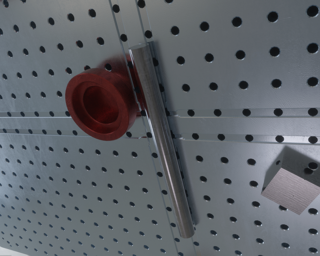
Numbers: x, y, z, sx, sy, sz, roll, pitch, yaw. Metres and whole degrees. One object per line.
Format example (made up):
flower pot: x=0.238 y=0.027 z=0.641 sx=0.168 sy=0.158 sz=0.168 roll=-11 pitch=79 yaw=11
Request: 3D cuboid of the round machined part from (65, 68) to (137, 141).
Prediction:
round machined part: x=-0.075 y=-0.034 z=0.418 sx=0.098 sy=0.042 sz=0.097 roll=13 pitch=124 yaw=21

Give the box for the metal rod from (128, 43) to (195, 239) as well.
metal rod: x=0.009 y=0.035 z=0.427 sx=0.025 sy=0.025 sz=0.298 roll=0 pitch=119 yaw=28

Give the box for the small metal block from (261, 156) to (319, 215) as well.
small metal block: x=0.158 y=0.069 z=0.371 sx=0.050 sy=0.025 sz=0.050 roll=28 pitch=128 yaw=10
